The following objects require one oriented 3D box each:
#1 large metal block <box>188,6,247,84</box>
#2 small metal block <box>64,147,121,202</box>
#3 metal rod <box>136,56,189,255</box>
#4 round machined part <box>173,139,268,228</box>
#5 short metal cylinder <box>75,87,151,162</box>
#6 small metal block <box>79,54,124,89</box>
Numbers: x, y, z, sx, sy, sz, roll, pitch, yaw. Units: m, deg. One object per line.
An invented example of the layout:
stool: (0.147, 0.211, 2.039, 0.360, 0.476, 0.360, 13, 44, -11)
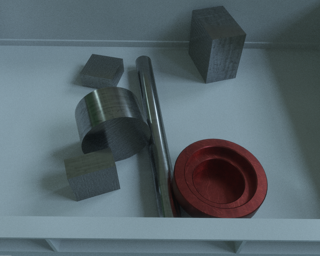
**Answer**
large metal block: (0.084, -0.129, 0.479, 0.050, 0.080, 0.080, -13, 51, -11)
small metal block: (-0.074, 0.052, 0.344, 0.050, 0.050, 0.025, -15, 52, -12)
metal rod: (-0.005, 0.009, 0.397, 0.025, 0.025, 0.300, -6, 50, -5)
round machined part: (0.062, 0.063, 0.340, 0.099, 0.042, 0.098, 3, 49, -3)
short metal cylinder: (-0.057, -0.003, 0.371, 0.081, 0.080, 0.050, -14, 52, -12)
small metal block: (-0.088, -0.085, 0.476, 0.050, 0.025, 0.050, 11, 51, 8)
